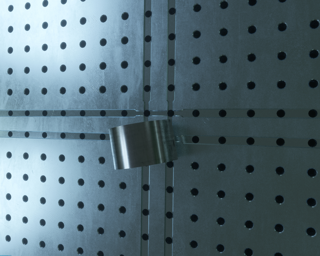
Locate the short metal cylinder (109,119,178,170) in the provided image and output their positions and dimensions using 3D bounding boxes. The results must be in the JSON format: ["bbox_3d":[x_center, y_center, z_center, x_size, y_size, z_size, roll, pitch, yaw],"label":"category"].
[{"bbox_3d":[-0.021,0.021,0.391,0.080,0.080,0.050,-10,87,20],"label":"short metal cylinder"}]
